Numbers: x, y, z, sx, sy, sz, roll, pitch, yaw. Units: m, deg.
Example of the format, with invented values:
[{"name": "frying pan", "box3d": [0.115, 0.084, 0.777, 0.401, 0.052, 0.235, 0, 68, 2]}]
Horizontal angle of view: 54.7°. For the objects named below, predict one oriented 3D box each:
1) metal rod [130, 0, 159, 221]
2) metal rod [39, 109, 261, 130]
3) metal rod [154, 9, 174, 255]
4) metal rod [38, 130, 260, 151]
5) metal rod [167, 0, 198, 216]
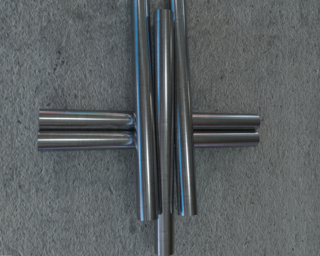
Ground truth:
[{"name": "metal rod", "box3d": [-0.021, -0.042, 0.381, 0.025, 0.025, 0.298, 0, 82, -20]}, {"name": "metal rod", "box3d": [0.002, -0.010, 0.413, 0.303, 0.025, 0.025, 0, 90, -21]}, {"name": "metal rod", "box3d": [0.005, 0.006, 0.386, 0.025, 0.025, 0.298, 0, 90, -20]}, {"name": "metal rod", "box3d": [0.000, 0.015, 0.412, 0.303, 0.025, 0.025, 0, 90, -21]}, {"name": "metal rod", "box3d": [0.028, -0.042, 0.399, 0.025, 0.025, 0.298, 0, 82, -20]}]
